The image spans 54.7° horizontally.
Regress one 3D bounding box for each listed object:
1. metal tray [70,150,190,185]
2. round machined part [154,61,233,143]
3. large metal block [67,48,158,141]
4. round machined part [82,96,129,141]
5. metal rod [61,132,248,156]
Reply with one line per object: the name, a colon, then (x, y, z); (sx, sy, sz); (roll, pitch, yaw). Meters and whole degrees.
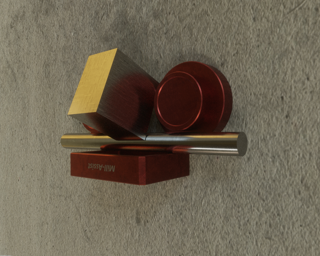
metal tray: (-0.040, 0.046, 0.394); (0.130, 0.091, 0.030); (-1, 89, 39)
round machined part: (0.032, -0.031, 0.366); (0.098, 0.042, 0.097); (0, 90, 39)
large metal block: (-0.052, -0.037, 0.377); (0.050, 0.080, 0.080); (-3, 65, 39)
round machined part: (-0.081, -0.027, 0.458); (0.098, 0.042, 0.097); (0, 90, 39)
metal rod: (-0.033, 0.019, 0.405); (0.300, 0.025, 0.025); (-1, 89, 39)
